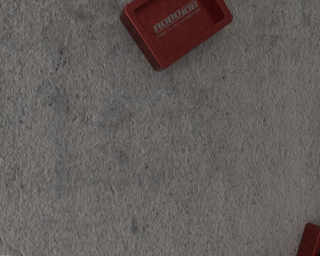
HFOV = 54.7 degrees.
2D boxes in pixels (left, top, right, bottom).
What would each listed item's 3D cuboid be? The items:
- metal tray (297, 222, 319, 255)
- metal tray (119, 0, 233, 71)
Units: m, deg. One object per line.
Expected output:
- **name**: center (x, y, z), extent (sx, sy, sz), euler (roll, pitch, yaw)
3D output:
- **metal tray**: center (0.288, 0.220, 0.512), extent (0.131, 0.030, 0.090), euler (23, 82, -19)
- **metal tray**: center (0.024, -0.148, 0.414), extent (0.131, 0.030, 0.090), euler (-38, 102, -16)
